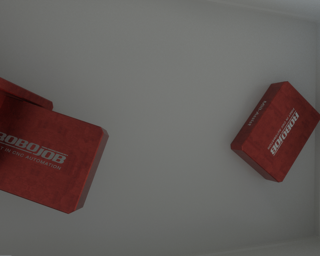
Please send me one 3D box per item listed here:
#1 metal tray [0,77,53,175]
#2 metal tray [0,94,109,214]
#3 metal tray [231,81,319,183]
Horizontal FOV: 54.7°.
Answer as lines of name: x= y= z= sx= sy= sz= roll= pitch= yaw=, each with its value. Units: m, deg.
metal tray: x=-0.169 y=-0.005 z=0.298 sx=0.030 sy=0.130 sz=0.090 roll=17 pitch=83 yaw=21
metal tray: x=-0.130 y=0.024 z=0.321 sx=0.131 sy=0.030 sz=0.090 roll=18 pitch=83 yaw=3
metal tray: x=0.179 y=0.005 z=0.473 sx=0.090 sy=0.030 sz=0.130 roll=40 pitch=77 yaw=-16
